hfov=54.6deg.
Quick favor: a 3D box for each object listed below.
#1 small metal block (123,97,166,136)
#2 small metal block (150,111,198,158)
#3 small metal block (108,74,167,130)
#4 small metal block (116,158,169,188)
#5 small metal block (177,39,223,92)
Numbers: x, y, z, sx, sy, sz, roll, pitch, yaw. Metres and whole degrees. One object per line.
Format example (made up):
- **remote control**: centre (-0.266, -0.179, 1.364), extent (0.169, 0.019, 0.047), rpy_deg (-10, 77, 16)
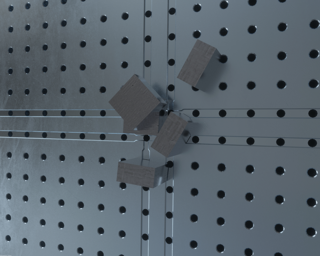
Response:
- **small metal block**: centre (-0.020, -0.017, 0.420), extent (0.050, 0.025, 0.050), rpy_deg (4, 91, 20)
- **small metal block**: centre (0.019, 0.008, 0.393), extent (0.025, 0.050, 0.050), rpy_deg (33, 101, 17)
- **small metal block**: centre (-0.028, -0.032, 0.397), extent (0.050, 0.025, 0.050), rpy_deg (-45, 76, 14)
- **small metal block**: centre (-0.022, 0.058, 0.407), extent (0.050, 0.050, 0.025), rpy_deg (7, 93, 20)
- **small metal block**: centre (0.050, -0.075, 0.382), extent (0.025, 0.050, 0.050), rpy_deg (32, 100, 17)
